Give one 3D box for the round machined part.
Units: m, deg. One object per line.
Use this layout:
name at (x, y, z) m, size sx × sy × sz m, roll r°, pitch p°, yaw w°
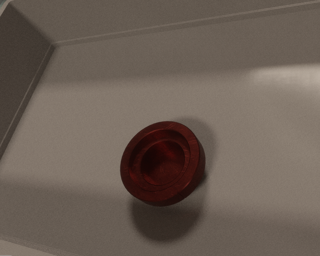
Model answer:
round machined part at (0.007, 0.044, 0.363) m, size 0.098 × 0.042 × 0.098 m, roll -13°, pitch 56°, yaw 20°
